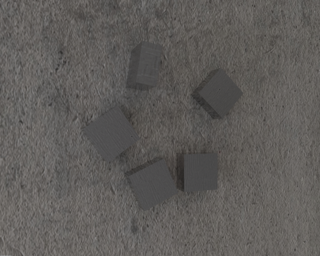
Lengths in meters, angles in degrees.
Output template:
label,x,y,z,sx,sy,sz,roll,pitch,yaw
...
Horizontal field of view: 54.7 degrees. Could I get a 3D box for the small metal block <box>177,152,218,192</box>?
label,x,y,z,sx,sy,sz,roll,pitch,yaw
small metal block,0.051,0.060,0.428,0.050,0.025,0.050,0,90,-20

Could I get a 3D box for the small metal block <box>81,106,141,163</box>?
label,x,y,z,sx,sy,sz,roll,pitch,yaw
small metal block,-0.062,0.007,0.386,0.050,0.025,0.050,-37,102,-16

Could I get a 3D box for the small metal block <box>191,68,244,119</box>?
label,x,y,z,sx,sy,sz,roll,pitch,yaw
small metal block,0.081,-0.048,0.439,0.050,0.025,0.050,45,76,-15

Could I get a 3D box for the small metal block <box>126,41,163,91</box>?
label,x,y,z,sx,sy,sz,roll,pitch,yaw
small metal block,-0.021,-0.076,0.388,0.025,0.050,0.050,10,87,-20

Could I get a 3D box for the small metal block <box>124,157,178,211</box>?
label,x,y,z,sx,sy,sz,roll,pitch,yaw
small metal block,-0.012,0.072,0.405,0.050,0.025,0.050,-25,99,-18
